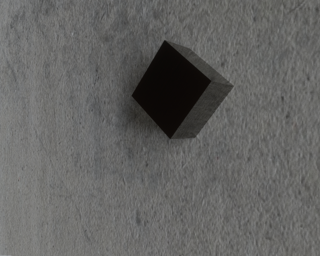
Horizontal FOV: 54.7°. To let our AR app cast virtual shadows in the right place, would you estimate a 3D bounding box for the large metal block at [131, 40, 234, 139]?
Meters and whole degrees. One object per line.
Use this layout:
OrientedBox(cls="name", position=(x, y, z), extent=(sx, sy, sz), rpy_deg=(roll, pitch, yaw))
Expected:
OrientedBox(cls="large metal block", position=(0.024, -0.044, 0.367), extent=(0.080, 0.050, 0.080), rpy_deg=(48, 118, 29))
